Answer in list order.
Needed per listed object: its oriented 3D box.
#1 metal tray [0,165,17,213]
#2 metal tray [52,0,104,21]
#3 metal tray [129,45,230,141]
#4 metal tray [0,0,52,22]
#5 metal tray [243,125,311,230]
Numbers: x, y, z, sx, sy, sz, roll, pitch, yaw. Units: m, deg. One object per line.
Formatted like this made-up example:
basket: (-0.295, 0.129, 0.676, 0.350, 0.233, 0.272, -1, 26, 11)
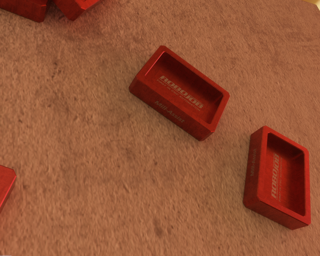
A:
metal tray: (-0.204, 0.057, 0.256, 0.131, 0.030, 0.090, 24, 53, -14)
metal tray: (-0.116, -0.219, 0.443, 0.090, 0.030, 0.130, 49, 40, -19)
metal tray: (0.032, -0.052, 0.451, 0.130, 0.030, 0.090, 35, 51, -5)
metal tray: (-0.189, -0.214, 0.429, 0.091, 0.030, 0.130, 18, 55, -19)
metal tray: (0.174, 0.069, 0.454, 0.090, 0.030, 0.130, 28, 52, -11)
